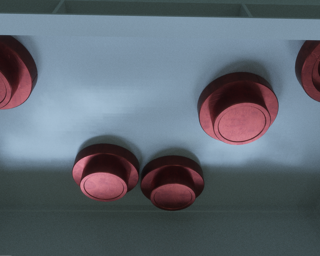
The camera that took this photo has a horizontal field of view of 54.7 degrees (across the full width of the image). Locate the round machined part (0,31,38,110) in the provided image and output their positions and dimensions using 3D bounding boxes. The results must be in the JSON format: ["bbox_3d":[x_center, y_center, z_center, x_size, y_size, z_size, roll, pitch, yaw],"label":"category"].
[{"bbox_3d":[-0.193,-0.059,0.345,0.099,0.042,0.097,-1,130,0],"label":"round machined part"}]

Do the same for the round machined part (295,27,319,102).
[{"bbox_3d":[0.197,-0.077,0.335,0.099,0.042,0.097,-1,130,0],"label":"round machined part"}]

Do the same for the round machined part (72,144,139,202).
[{"bbox_3d":[-0.080,0.072,0.458,0.099,0.042,0.097,-1,130,0],"label":"round machined part"}]

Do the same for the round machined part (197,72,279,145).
[{"bbox_3d":[0.098,-0.017,0.385,0.099,0.042,0.097,-1,130,0],"label":"round machined part"}]

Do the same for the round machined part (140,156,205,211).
[{"bbox_3d":[0.019,0.091,0.476,0.099,0.042,0.097,-1,130,0],"label":"round machined part"}]
